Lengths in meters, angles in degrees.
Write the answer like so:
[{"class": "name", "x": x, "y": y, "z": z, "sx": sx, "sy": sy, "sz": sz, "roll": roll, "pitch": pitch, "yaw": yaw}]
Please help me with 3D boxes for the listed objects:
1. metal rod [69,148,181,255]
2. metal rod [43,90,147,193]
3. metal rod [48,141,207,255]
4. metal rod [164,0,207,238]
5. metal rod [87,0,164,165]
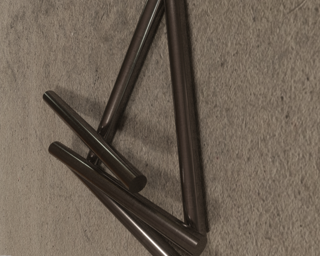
[{"class": "metal rod", "x": -0.062, "y": 0.115, "z": 0.453, "sx": 0.300, "sy": 0.025, "sz": 0.025, "roll": 34, "pitch": 111, "yaw": 34}, {"class": "metal rod", "x": -0.114, "y": 0.004, "z": 0.466, "sx": 0.300, "sy": 0.025, "sz": 0.025, "roll": 35, "pitch": 112, "yaw": 44}, {"class": "metal rod", "x": -0.065, "y": 0.081, "z": 0.424, "sx": 0.300, "sy": 0.025, "sz": 0.025, "roll": 23, "pitch": 105, "yaw": 38}, {"class": "metal rod", "x": 0.030, "y": -0.019, "z": 0.378, "sx": 0.025, "sy": 0.025, "sz": 0.298, "roll": -8, "pitch": 85, "yaw": 39}, {"class": "metal rod", "x": -0.046, "y": -0.077, "z": 0.440, "sx": 0.025, "sy": 0.025, "sz": 0.298, "roll": 37, "pitch": 112, "yaw": 33}]
